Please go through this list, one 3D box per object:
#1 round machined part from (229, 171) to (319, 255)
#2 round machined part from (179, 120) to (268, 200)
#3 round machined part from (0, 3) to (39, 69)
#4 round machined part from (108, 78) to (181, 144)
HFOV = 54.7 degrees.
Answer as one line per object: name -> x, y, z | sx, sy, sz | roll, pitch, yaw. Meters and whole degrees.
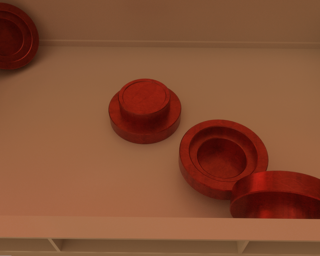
round machined part -> 0.114, 0.084, 0.288 | 0.098, 0.097, 0.042 | 11, 52, 9
round machined part -> 0.071, 0.040, 0.361 | 0.099, 0.042, 0.098 | 0, 50, 0
round machined part -> -0.246, -0.141, 0.483 | 0.099, 0.098, 0.042 | -38, 31, -27
round machined part -> -0.020, -0.029, 0.419 | 0.099, 0.042, 0.098 | 0, 50, 0
